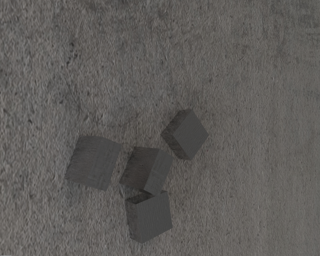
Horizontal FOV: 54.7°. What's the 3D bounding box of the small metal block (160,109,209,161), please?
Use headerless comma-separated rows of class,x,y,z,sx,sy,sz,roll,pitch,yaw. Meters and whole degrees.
small metal block,0.036,0.010,0.434,0.050,0.025,0.050,-51,120,-27

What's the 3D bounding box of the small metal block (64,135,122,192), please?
small metal block,-0.072,0.036,0.328,0.025,0.050,0.050,27,73,-37

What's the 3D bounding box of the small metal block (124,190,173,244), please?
small metal block,-0.014,0.110,0.393,0.050,0.025,0.050,-13,99,-39

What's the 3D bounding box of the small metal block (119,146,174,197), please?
small metal block,-0.017,0.051,0.374,0.025,0.050,0.050,35,69,-35
